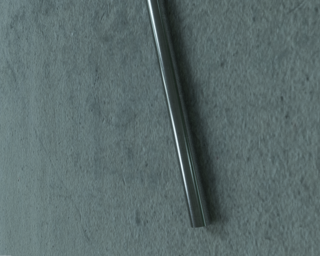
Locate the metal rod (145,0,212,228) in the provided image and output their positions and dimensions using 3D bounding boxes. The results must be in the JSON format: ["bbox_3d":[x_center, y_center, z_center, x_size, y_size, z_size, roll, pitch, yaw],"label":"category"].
[{"bbox_3d":[0.020,-0.031,0.386,0.025,0.025,0.298,-18,79,38],"label":"metal rod"}]
